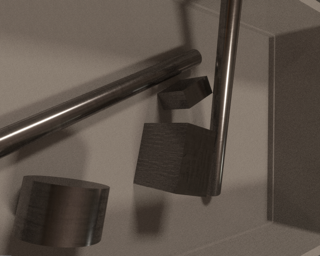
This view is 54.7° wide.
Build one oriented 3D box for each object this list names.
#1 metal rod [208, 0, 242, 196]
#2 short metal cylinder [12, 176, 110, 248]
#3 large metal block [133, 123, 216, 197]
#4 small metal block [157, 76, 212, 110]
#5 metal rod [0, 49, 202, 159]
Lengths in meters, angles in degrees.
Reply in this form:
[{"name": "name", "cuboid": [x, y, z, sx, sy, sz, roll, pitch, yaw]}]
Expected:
[{"name": "metal rod", "cuboid": [0.084, -0.038, 0.419, 0.025, 0.025, 0.298, -20, 121, -39]}, {"name": "short metal cylinder", "cuboid": [-0.092, 0.076, 0.295, 0.081, 0.080, 0.050, 14, 81, -40]}, {"name": "large metal block", "cuboid": [0.017, 0.038, 0.387, 0.050, 0.080, 0.080, 17, 80, -39]}, {"name": "small metal block", "cuboid": [0.034, -0.047, 0.421, 0.050, 0.050, 0.025, -35, 112, -35]}, {"name": "metal rod", "cuboid": [-0.054, -0.040, 0.362, 0.302, 0.025, 0.025, -31, 110, -36]}]
